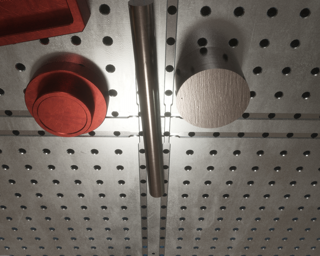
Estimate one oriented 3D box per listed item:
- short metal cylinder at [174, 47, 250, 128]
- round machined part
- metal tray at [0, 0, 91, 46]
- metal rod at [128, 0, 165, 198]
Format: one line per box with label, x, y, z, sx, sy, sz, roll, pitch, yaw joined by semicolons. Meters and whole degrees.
short metal cylinder;0.058;-0.046;0.357;0.081;0.050;0.079;0;130;0
round machined part;-0.114;-0.027;0.376;0.099;0.042;0.097;-1;130;0
metal tray;-0.144;-0.130;0.295;0.131;0.030;0.090;-8;130;6
metal rod;-0.012;-0.011;0.401;0.025;0.025;0.298;-2;130;1
